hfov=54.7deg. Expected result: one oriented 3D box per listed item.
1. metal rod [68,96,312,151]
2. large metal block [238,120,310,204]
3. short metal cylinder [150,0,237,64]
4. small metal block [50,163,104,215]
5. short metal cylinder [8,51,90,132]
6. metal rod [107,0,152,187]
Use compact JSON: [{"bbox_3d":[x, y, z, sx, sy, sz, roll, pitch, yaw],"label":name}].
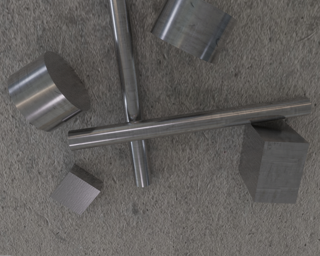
[{"bbox_3d":[0.040,-0.007,0.389,0.302,0.025,0.025,-8,110,-5],"label":"metal rod"},{"bbox_3d":[0.140,0.039,0.396,0.050,0.080,0.079,2,110,-1],"label":"large metal block"},{"bbox_3d":[0.036,-0.111,0.340,0.080,0.080,0.050,24,108,-9],"label":"short metal cylinder"},{"bbox_3d":[-0.117,0.087,0.441,0.050,0.025,0.050,36,106,-13],"label":"small metal block"},{"bbox_3d":[-0.127,-0.042,0.364,0.050,0.080,0.080,-30,108,10],"label":"short metal cylinder"},{"bbox_3d":[-0.039,-0.062,0.386,0.025,0.025,0.298,-6,110,2],"label":"metal rod"}]
